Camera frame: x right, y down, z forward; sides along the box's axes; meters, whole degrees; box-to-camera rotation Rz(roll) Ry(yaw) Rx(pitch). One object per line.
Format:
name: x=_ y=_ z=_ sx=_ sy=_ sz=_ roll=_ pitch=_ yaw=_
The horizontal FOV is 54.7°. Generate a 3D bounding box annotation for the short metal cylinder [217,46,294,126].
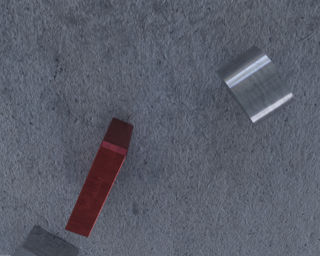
short metal cylinder: x=0.110 y=-0.049 z=0.364 sx=0.050 sy=0.080 sz=0.080 roll=-35 pitch=107 yaw=12

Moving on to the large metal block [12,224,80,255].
large metal block: x=-0.184 y=0.209 z=0.472 sx=0.080 sy=0.050 sz=0.080 roll=35 pitch=106 yaw=-12

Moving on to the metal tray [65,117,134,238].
metal tray: x=-0.075 y=0.060 z=0.396 sx=0.030 sy=0.090 sz=0.129 roll=23 pitch=108 yaw=-8
